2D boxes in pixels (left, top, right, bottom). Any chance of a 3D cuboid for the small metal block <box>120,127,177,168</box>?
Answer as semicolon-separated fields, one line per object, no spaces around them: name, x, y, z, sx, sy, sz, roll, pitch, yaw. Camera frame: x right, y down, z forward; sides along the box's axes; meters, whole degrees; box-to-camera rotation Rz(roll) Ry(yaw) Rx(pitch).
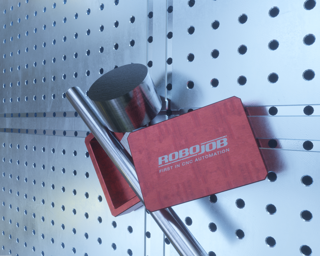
small metal block;-0.014;0.024;0.399;0.050;0.050;0.025;48;119;29

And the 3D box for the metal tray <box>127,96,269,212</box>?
metal tray;0.038;0.030;0.336;0.130;0.030;0.090;-19;77;13

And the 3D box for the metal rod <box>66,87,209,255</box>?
metal rod;-0.045;0.045;0.402;0.300;0.025;0.025;49;119;28

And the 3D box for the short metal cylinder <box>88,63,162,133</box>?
short metal cylinder;-0.044;-0.039;0.397;0.080;0.080;0.050;11;139;39

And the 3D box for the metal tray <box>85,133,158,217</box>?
metal tray;-0.054;0.049;0.445;0.090;0.030;0.130;-39;67;33
